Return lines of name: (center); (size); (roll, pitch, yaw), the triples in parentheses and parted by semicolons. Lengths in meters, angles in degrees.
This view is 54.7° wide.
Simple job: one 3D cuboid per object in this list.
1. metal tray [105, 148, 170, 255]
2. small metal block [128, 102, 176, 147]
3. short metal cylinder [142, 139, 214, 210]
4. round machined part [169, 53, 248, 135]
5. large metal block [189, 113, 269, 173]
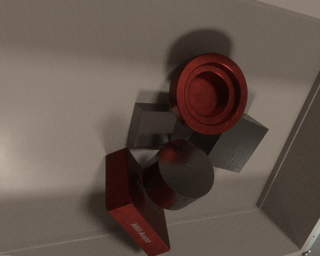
metal tray: (-0.028, 0.100, 0.411); (0.030, 0.090, 0.130); (-22, 129, 8)
small metal block: (-0.010, -0.004, 0.402); (0.050, 0.025, 0.050); (1, 118, -29)
short metal cylinder: (0.024, 0.062, 0.408); (0.081, 0.080, 0.050); (1, 150, -29)
round machined part: (0.056, -0.042, 0.389); (0.099, 0.042, 0.097); (-2, 95, -21)
large metal block: (0.098, 0.014, 0.457); (0.081, 0.050, 0.080); (18, 109, -36)
